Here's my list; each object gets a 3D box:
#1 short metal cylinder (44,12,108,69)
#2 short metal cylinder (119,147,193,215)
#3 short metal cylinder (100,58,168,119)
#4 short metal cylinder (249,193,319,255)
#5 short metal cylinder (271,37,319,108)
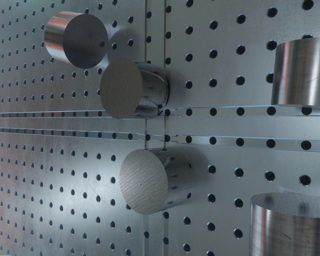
[{"bbox_3d":[-0.127,-0.135,0.476,0.050,0.081,0.079,22,104,37],"label":"short metal cylinder"},{"bbox_3d":[-0.006,0.065,0.396,0.080,0.050,0.079,0,90,39],"label":"short metal cylinder"},{"bbox_3d":[-0.036,-0.051,0.421,0.080,0.050,0.079,0,90,39],"label":"short metal cylinder"},{"bbox_3d":[0.121,0.091,0.273,0.080,0.081,0.050,3,92,39],"label":"short metal cylinder"},{"bbox_3d":[0.138,-0.042,0.259,0.080,0.081,0.050,7,95,39],"label":"short metal cylinder"}]
